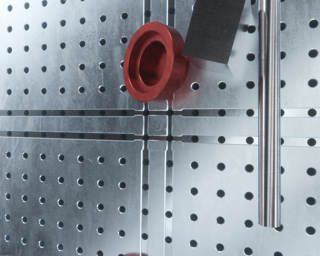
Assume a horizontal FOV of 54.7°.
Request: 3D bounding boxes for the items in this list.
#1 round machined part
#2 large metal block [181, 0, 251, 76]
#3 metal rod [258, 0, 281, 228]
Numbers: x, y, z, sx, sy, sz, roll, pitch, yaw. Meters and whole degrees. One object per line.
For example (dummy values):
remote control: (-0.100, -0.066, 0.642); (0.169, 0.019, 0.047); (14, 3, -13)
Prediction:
round machined part: (-0.001, -0.079, 0.390); (0.098, 0.042, 0.097); (-5, 84, 49)
large metal block: (0.069, -0.110, 0.358); (0.050, 0.080, 0.080); (17, 96, 17)
metal rod: (0.129, -0.035, 0.366); (0.025, 0.025, 0.298); (0, 90, 20)
